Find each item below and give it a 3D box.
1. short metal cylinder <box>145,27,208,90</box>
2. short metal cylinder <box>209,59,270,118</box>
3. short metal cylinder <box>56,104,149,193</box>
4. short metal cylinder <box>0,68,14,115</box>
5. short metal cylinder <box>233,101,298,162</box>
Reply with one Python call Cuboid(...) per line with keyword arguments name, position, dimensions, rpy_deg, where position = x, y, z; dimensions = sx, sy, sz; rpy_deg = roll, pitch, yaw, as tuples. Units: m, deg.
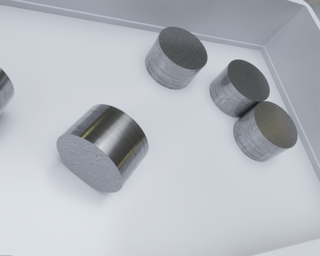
Cuboid(name="short metal cylinder", position=(0.024, -0.105, 0.468), dimensions=(0.081, 0.050, 0.080), rpy_deg=(14, 56, -21))
Cuboid(name="short metal cylinder", position=(0.128, -0.063, 0.499), dimensions=(0.081, 0.050, 0.080), rpy_deg=(14, 56, -21))
Cuboid(name="short metal cylinder", position=(-0.059, 0.022, 0.326), dimensions=(0.080, 0.080, 0.050), rpy_deg=(39, 51, -2))
Cuboid(name="short metal cylinder", position=(-0.188, -0.033, 0.289), dimensions=(0.080, 0.080, 0.050), rpy_deg=(26, 53, -13))
Cuboid(name="short metal cylinder", position=(0.161, 0.006, 0.475), dimensions=(0.081, 0.050, 0.080), rpy_deg=(14, 56, -21))
